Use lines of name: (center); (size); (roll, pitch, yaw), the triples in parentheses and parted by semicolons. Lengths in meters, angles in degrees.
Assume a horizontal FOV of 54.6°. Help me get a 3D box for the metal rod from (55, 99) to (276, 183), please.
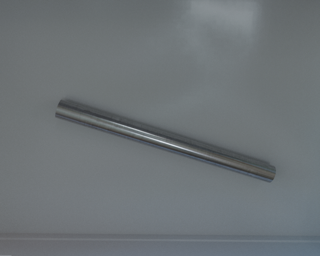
metal rod: (0.013, 0.020, 0.417); (0.302, 0.025, 0.025); (17, 109, -7)
